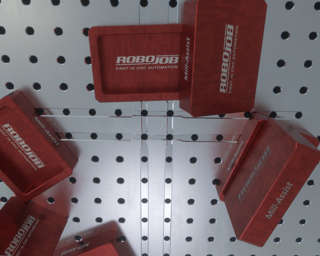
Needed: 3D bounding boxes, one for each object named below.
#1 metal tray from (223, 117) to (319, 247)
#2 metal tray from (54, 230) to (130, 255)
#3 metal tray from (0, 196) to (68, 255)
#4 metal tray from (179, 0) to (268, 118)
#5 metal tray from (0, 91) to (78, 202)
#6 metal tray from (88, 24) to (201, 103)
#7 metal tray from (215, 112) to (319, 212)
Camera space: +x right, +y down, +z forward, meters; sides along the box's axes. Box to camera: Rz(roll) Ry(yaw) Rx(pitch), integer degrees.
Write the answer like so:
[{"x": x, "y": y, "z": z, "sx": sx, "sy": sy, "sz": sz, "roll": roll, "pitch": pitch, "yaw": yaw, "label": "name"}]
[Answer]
[{"x": 0.125, "y": 0.061, "z": 0.369, "sx": 0.030, "sy": 0.090, "sz": 0.129, "roll": 22, "pitch": 109, "yaw": -7, "label": "metal tray"}, {"x": -0.113, "y": 0.226, "z": 0.493, "sx": 0.130, "sy": 0.030, "sz": 0.090, "roll": -22, "pitch": 109, "yaw": 8, "label": "metal tray"}, {"x": -0.187, "y": 0.154, "z": 0.413, "sx": 0.090, "sy": 0.130, "sz": 0.030, "roll": 27, "pitch": 108, "yaw": -10, "label": "metal tray"}, {"x": 0.072, "y": -0.082, "z": 0.364, "sx": 0.091, "sy": 0.030, "sz": 0.129, "roll": -7, "pitch": 112, "yaw": -22, "label": "metal tray"}, {"x": -0.188, "y": 0.027, "z": 0.419, "sx": 0.090, "sy": 0.030, "sz": 0.130, "roll": -32, "pitch": 107, "yaw": 11, "label": "metal tray"}, {"x": -0.016, "y": -0.080, "z": 0.380, "sx": 0.131, "sy": 0.030, "sz": 0.089, "roll": -2, "pitch": 110, "yaw": 0, "label": "metal tray"}, {"x": 0.145, "y": 0.053, "z": 0.431, "sx": 0.090, "sy": 0.030, "sz": 0.129, "roll": 19, "pitch": 109, "yaw": -7, "label": "metal tray"}]
